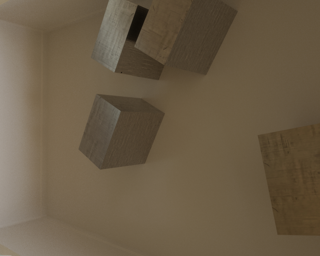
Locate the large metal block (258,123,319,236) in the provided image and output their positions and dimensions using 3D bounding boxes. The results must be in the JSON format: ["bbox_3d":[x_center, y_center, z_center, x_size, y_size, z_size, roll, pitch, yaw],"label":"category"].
[{"bbox_3d":[0.131,0.040,0.263,0.050,0.081,0.080,-15,81,39],"label":"large metal block"}]

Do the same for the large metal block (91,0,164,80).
[{"bbox_3d":[-0.030,-0.112,0.396,0.050,0.081,0.079,35,112,34],"label":"large metal block"}]

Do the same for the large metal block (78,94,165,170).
[{"bbox_3d":[-0.050,0.004,0.413,0.050,0.081,0.079,34,111,35],"label":"large metal block"}]

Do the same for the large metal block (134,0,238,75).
[{"bbox_3d":[0.030,-0.111,0.346,0.050,0.081,0.079,39,114,33],"label":"large metal block"}]
